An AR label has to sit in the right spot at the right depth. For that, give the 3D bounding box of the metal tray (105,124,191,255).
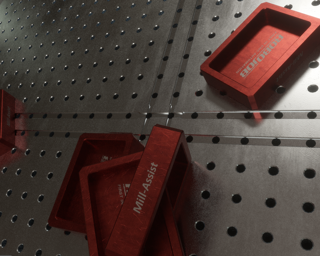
[{"bbox_3d":[-0.005,0.072,0.320,0.030,0.090,0.130,14,68,18],"label":"metal tray"}]

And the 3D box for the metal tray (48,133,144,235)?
[{"bbox_3d":[-0.081,0.071,0.402,0.090,0.030,0.130,1,62,28],"label":"metal tray"}]

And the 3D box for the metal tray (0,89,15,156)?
[{"bbox_3d":[-0.312,-0.001,0.566,0.090,0.030,0.130,-28,52,10],"label":"metal tray"}]

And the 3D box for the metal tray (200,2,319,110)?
[{"bbox_3d":[0.127,-0.096,0.396,0.130,0.030,0.090,-46,52,-5],"label":"metal tray"}]

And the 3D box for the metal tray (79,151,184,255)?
[{"bbox_3d":[-0.031,0.095,0.332,0.090,0.030,0.130,-15,64,0],"label":"metal tray"}]
